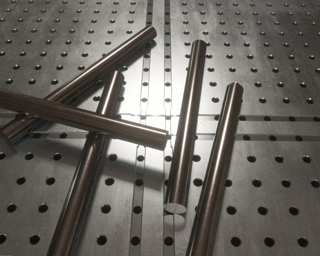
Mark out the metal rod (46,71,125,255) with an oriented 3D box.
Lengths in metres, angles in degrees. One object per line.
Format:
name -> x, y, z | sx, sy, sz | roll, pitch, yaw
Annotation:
metal rod -> -0.084, 0.037, 0.375 | 0.025, 0.025, 0.300 | 5, 50, 4

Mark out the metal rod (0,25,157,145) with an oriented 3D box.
metal rod -> -0.106, -0.080, 0.472 | 0.025, 0.025, 0.301 | 30, 56, 22

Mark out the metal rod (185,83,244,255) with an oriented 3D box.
metal rod -> 0.067, 0.053, 0.363 | 0.025, 0.025, 0.300 | 13, 51, 10

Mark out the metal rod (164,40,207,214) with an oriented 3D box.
metal rod -> 0.041, -0.026, 0.430 | 0.025, 0.025, 0.300 | 8, 50, 6

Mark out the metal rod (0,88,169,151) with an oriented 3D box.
metal rod -> -0.137, -0.021, 0.389 | 0.301, 0.025, 0.025 | 14, 51, 11
